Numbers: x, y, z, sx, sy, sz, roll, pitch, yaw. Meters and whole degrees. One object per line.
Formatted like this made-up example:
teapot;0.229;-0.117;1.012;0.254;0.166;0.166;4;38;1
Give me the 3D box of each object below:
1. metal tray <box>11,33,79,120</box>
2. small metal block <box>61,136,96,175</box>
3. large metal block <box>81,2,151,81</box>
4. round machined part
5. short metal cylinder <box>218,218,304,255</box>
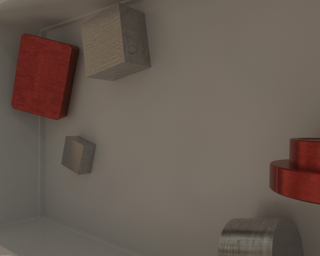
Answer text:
metal tray;-0.199;-0.087;0.535;0.090;0.030;0.129;15;101;5
small metal block;-0.136;0.044;0.516;0.050;0.025;0.050;20;103;38
large metal block;-0.064;-0.118;0.441;0.080;0.050;0.080;-11;83;39
round machined part;0.139;0.030;0.244;0.098;0.099;0.042;2;91;39
short metal cylinder;0.097;0.126;0.290;0.050;0.081;0.080;-14;81;39
